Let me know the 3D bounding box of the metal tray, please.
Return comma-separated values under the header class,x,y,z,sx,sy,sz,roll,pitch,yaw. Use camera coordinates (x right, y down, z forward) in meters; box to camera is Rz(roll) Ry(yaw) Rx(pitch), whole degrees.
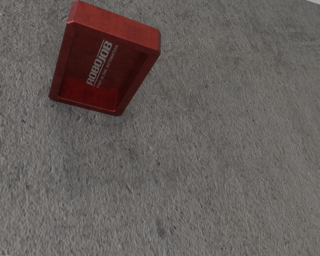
class,x,y,z,sx,sy,sz,roll,pitch,yaw
metal tray,-0.065,-0.066,0.342,0.091,0.129,0.030,14,56,-20
